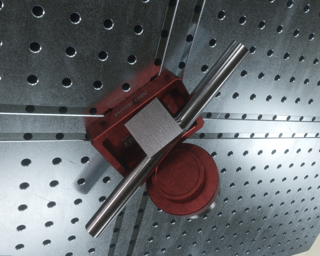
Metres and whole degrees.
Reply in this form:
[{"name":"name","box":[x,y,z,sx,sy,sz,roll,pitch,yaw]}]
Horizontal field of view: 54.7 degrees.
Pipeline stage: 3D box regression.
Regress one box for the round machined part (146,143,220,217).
[{"name":"round machined part","box":[0.027,0.065,0.407,0.098,0.098,0.042,-39,152,-2]}]

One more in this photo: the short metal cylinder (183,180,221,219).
[{"name":"short metal cylinder","box":[0.041,0.083,0.450,0.080,0.080,0.050,-37,130,-4]}]

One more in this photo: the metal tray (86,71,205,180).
[{"name":"metal tray","box":[-0.015,-0.001,0.400,0.130,0.030,0.090,-37,130,-4]}]

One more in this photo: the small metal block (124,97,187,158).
[{"name":"small metal block","box":[-0.005,0.000,0.366,0.050,0.050,0.025,-40,168,11]}]

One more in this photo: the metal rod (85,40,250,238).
[{"name":"metal rod","box":[0.004,0.020,0.388,0.025,0.025,0.299,32,100,-39]}]
